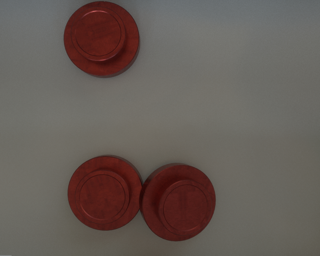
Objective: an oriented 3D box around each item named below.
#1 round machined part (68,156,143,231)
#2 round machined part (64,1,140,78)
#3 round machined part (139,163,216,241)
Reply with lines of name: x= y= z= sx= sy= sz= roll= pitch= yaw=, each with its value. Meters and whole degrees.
round machined part: x=-0.071 y=0.085 z=0.402 sx=0.099 sy=0.042 sz=0.097 roll=0 pitch=90 yaw=0
round machined part: x=-0.076 y=-0.117 z=0.402 sx=0.099 sy=0.042 sz=0.097 roll=0 pitch=90 yaw=0
round machined part: x=0.026 y=0.095 z=0.391 sx=0.099 sy=0.042 sz=0.097 roll=0 pitch=91 yaw=-15
